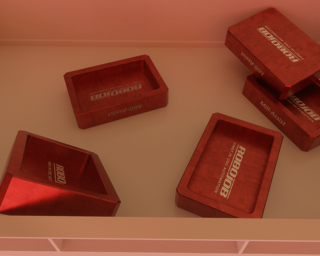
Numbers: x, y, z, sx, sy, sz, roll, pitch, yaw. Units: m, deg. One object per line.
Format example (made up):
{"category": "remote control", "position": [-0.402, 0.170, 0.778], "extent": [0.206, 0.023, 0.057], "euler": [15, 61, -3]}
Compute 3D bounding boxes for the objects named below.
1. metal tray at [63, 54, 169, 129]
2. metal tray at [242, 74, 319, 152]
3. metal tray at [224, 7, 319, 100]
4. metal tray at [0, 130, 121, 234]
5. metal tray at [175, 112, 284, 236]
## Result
{"category": "metal tray", "position": [-0.064, -0.056, 0.447], "extent": [0.131, 0.030, 0.090], "euler": [-16, 52, -14]}
{"category": "metal tray", "position": [0.192, -0.037, 0.433], "extent": [0.091, 0.030, 0.130], "euler": [-23, 54, -18]}
{"category": "metal tray", "position": [0.169, -0.112, 0.448], "extent": [0.091, 0.030, 0.130], "euler": [-29, 64, -14]}
{"category": "metal tray", "position": [-0.097, 0.045, 0.293], "extent": [0.091, 0.030, 0.130], "euler": [21, 6, -24]}
{"category": "metal tray", "position": [0.083, 0.047, 0.362], "extent": [0.090, 0.030, 0.130], "euler": [20, 53, 15]}
